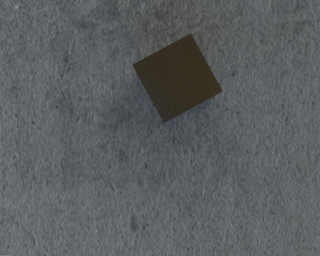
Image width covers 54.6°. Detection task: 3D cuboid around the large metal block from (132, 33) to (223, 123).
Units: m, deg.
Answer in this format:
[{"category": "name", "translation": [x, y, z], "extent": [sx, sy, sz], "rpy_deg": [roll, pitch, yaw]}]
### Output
[{"category": "large metal block", "translation": [0.021, -0.060, 0.398], "extent": [0.080, 0.050, 0.080], "rpy_deg": [-29, 90, 0]}]
